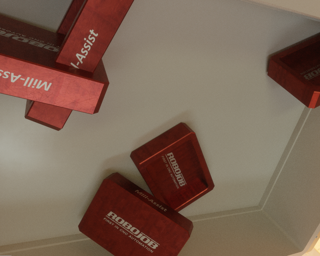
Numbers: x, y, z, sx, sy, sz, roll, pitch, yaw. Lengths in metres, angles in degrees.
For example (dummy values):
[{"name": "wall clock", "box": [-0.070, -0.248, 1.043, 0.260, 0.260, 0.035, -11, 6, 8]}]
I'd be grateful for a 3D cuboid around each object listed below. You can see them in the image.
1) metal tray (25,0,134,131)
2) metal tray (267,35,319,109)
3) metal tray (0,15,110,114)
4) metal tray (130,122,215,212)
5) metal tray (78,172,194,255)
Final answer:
[{"name": "metal tray", "box": [-0.076, -0.073, 0.277, 0.030, 0.090, 0.129, 26, 104, -29]}, {"name": "metal tray", "box": [0.232, -0.088, 0.435, 0.131, 0.090, 0.030, -25, 141, -13]}, {"name": "metal tray", "box": [-0.114, -0.059, 0.255, 0.131, 0.090, 0.030, 13, 118, -25]}, {"name": "metal tray", "box": [0.023, 0.065, 0.457, 0.090, 0.030, 0.130, -31, 129, -8]}, {"name": "metal tray", "box": [-0.034, 0.132, 0.414, 0.090, 0.130, 0.030, -60, 171, 15]}]
